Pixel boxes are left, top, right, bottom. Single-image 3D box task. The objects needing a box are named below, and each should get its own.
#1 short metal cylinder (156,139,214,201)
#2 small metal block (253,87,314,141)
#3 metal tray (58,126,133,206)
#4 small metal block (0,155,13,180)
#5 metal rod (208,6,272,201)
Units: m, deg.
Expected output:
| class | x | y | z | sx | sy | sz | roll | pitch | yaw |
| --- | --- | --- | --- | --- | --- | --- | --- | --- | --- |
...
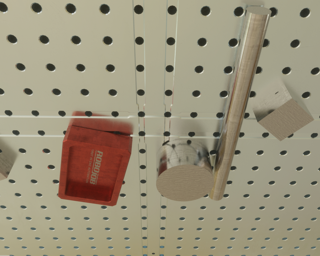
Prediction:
| class | x | y | z | sx | sy | sz | roll | pitch | yaw |
| --- | --- | --- | --- | --- | --- | --- | --- | --- | --- |
| short metal cylinder | 0.035 | 0.062 | 0.448 | 0.081 | 0.050 | 0.079 | -1 | 131 | 0 |
| small metal block | 0.159 | -0.017 | 0.400 | 0.050 | 0.025 | 0.050 | 34 | 122 | -26 |
| metal tray | -0.098 | 0.061 | 0.458 | 0.091 | 0.030 | 0.129 | 11 | 129 | -10 |
| small metal block | -0.258 | 0.057 | 0.456 | 0.050 | 0.025 | 0.050 | -19 | 128 | 15 |
| metal rod | 0.095 | -0.005 | 0.408 | 0.025 | 0.025 | 0.298 | 1 | 130 | -1 |
